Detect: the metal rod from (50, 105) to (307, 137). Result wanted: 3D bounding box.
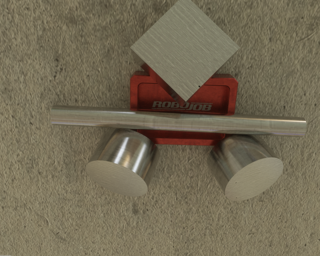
[{"bbox_3d":[0.023,-0.008,0.376,0.302,0.025,0.025,3,110,-2],"label":"metal rod"}]

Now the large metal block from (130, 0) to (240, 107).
[{"bbox_3d":[0.026,-0.082,0.345,0.080,0.050,0.080,45,87,2],"label":"large metal block"}]

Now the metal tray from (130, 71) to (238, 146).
[{"bbox_3d":[0.028,-0.025,0.400,0.131,0.030,0.089,2,110,-1],"label":"metal tray"}]

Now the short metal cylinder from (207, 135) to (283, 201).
[{"bbox_3d":[0.108,0.049,0.399,0.081,0.050,0.079,-14,135,-14],"label":"short metal cylinder"}]

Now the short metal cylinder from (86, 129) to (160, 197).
[{"bbox_3d":[-0.046,0.045,0.394,0.080,0.050,0.080,13,143,11],"label":"short metal cylinder"}]
